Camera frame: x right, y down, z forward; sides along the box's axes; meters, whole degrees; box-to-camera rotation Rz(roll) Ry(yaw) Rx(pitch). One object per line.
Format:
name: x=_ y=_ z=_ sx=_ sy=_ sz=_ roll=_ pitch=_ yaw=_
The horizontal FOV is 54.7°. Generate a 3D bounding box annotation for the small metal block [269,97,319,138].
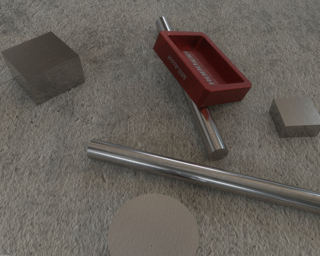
small metal block: x=0.182 y=-0.015 z=0.418 sx=0.050 sy=0.025 sz=0.050 roll=-2 pitch=50 yaw=-3

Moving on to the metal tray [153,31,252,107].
metal tray: x=0.060 y=-0.090 z=0.449 sx=0.091 sy=0.030 sz=0.130 roll=-11 pitch=54 yaw=-35

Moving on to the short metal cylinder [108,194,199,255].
short metal cylinder: x=-0.006 y=0.110 z=0.294 sx=0.081 sy=0.050 sz=0.080 roll=0 pitch=50 yaw=0

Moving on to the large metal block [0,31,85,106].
large metal block: x=-0.172 y=-0.090 z=0.461 sx=0.080 sy=0.050 sz=0.080 roll=-34 pitch=58 yaw=-25

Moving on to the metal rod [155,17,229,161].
metal rod: x=0.038 y=-0.079 z=0.470 sx=0.025 sy=0.025 sz=0.300 roll=-10 pitch=51 yaw=-9

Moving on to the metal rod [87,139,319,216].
metal rod: x=0.061 y=0.057 z=0.355 sx=0.301 sy=0.025 sz=0.025 roll=12 pitch=51 yaw=10
